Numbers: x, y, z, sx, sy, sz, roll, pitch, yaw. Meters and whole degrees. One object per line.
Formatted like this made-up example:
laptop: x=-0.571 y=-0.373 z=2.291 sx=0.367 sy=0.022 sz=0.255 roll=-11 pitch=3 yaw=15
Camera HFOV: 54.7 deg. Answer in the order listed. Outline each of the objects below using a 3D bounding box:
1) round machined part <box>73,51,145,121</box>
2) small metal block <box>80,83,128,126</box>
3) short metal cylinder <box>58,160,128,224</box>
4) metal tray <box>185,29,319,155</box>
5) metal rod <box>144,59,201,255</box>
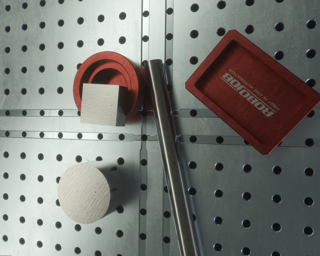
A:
round machined part: x=-0.065 y=-0.052 z=0.426 sx=0.098 sy=0.042 sz=0.097 roll=0 pitch=90 yaw=19
small metal block: x=-0.071 y=-0.029 z=0.392 sx=0.050 sy=0.025 sz=0.050 roll=6 pitch=92 yaw=19
short metal cylinder: x=-0.093 y=0.086 z=0.431 sx=0.080 sy=0.050 sz=0.079 roll=0 pitch=90 yaw=19
metal tray: x=0.107 y=-0.043 z=0.371 sx=0.130 sy=0.030 sz=0.090 roll=43 pitch=103 yaw=14
metal rod: x=0.019 y=0.058 z=0.405 sx=0.025 sy=0.025 sz=0.298 roll=-12 pitch=86 yaw=19
